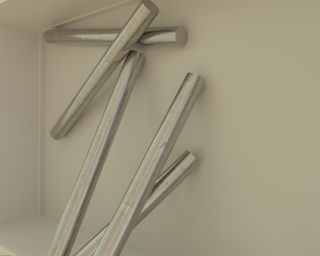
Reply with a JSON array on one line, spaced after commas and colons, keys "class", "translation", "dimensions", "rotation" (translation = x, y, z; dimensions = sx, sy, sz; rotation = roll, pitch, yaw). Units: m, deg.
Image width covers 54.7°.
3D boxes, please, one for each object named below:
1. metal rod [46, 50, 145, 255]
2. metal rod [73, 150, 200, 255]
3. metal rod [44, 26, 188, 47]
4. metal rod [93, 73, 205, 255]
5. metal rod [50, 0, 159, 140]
[{"class": "metal rod", "translation": [-0.080, 0.035, 0.398], "dimensions": [0.025, 0.025, 0.299], "rotation": [7, 72, 39]}, {"class": "metal rod", "translation": [-0.070, 0.136, 0.351], "dimensions": [0.301, 0.025, 0.025], "rotation": [-42, 58, -10]}, {"class": "metal rod", "translation": [-0.087, -0.140, 0.476], "dimensions": [0.300, 0.025, 0.025], "rotation": [13, 99, 38]}, {"class": "metal rod", "translation": [-0.024, 0.071, 0.341], "dimensions": [0.025, 0.025, 0.300], "rotation": [17, 74, 38]}, {"class": "metal rod", "translation": [-0.098, -0.068, 0.465], "dimensions": [0.299, 0.025, 0.025], "rotation": [-42, 65, 38]}]
